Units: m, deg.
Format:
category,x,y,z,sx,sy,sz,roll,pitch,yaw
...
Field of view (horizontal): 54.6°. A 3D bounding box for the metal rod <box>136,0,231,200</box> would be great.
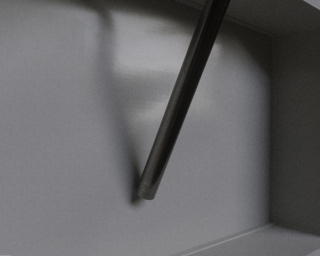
category,x,y,z,sx,sy,sz,roll,pitch,yaw
metal rod,0.031,-0.051,0.353,0.025,0.025,0.298,7,110,-40
